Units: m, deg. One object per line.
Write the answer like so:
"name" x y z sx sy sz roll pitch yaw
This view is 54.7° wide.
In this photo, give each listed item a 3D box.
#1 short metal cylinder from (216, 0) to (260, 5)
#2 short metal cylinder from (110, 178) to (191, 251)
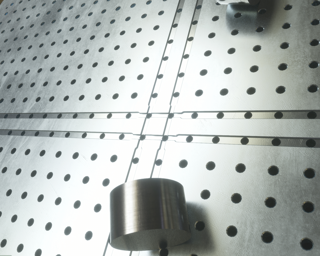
"short metal cylinder" 0.117 -0.220 0.446 0.050 0.080 0.080 18 71 35
"short metal cylinder" -0.011 0.092 0.322 0.080 0.080 0.050 -19 55 17
